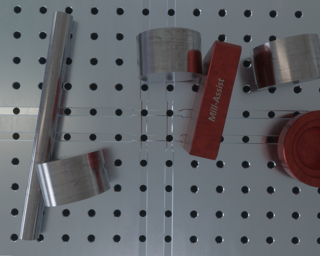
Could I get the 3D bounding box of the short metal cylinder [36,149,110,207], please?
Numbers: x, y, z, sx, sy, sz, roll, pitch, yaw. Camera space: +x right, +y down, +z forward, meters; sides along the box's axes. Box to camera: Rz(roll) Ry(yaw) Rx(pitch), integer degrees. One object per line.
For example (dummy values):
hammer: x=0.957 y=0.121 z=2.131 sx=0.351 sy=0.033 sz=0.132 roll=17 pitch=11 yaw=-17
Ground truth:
short metal cylinder: x=-0.107 y=0.060 z=0.385 sx=0.080 sy=0.080 sz=0.050 roll=-13 pitch=90 yaw=0

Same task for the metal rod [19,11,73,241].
metal rod: x=-0.151 y=-0.003 z=0.412 sx=0.025 sy=0.025 sz=0.298 roll=9 pitch=90 yaw=0

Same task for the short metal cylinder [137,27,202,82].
short metal cylinder: x=0.012 y=-0.088 z=0.386 sx=0.081 sy=0.080 sz=0.050 roll=-2 pitch=90 yaw=0

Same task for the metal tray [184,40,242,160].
metal tray: x=0.061 y=-0.031 z=0.381 sx=0.030 sy=0.090 sz=0.129 roll=13 pitch=90 yaw=0

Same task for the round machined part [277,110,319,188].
round machined part: x=0.203 y=0.026 z=0.406 sx=0.099 sy=0.042 sz=0.097 roll=0 pitch=90 yaw=0

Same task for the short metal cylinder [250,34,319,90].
short metal cylinder: x=0.158 y=-0.080 z=0.387 sx=0.080 sy=0.080 sz=0.050 roll=-10 pitch=90 yaw=0
